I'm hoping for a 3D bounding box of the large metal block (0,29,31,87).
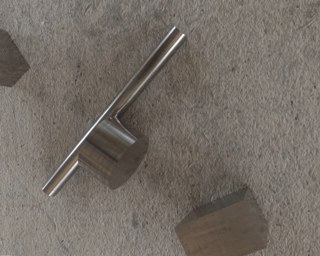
[{"bbox_3d":[-0.262,-0.113,0.472,0.050,0.080,0.080,-39,78,16],"label":"large metal block"}]

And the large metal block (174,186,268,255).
[{"bbox_3d":[0.073,0.112,0.354,0.080,0.080,0.050,-28,81,18],"label":"large metal block"}]

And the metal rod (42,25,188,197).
[{"bbox_3d":[-0.070,-0.015,0.433,0.025,0.025,0.299,45,104,14],"label":"metal rod"}]

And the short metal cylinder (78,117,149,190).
[{"bbox_3d":[-0.058,0.032,0.400,0.050,0.080,0.080,32,101,17],"label":"short metal cylinder"}]
